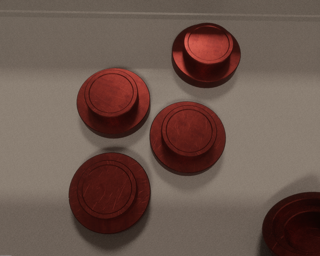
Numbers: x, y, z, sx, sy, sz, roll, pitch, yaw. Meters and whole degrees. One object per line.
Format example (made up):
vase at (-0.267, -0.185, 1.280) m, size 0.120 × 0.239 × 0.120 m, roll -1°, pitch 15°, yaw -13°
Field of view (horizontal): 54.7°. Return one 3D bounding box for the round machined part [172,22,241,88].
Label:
round machined part at (0.066, -0.110, 0.442) m, size 0.099 × 0.042 × 0.098 m, roll 0°, pitch 70°, yaw -1°

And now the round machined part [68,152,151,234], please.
round machined part at (-0.061, 0.076, 0.372) m, size 0.099 × 0.042 × 0.098 m, roll 0°, pitch 70°, yaw -1°

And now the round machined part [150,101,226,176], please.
round machined part at (0.036, 0.010, 0.398) m, size 0.099 × 0.042 × 0.098 m, roll 0°, pitch 70°, yaw -1°

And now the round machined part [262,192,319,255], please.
round machined part at (0.168, 0.120, 0.340) m, size 0.098 × 0.098 × 0.042 m, roll -34°, pitch 113°, yaw -12°

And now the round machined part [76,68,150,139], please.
round machined part at (-0.062, -0.038, 0.414) m, size 0.099 × 0.042 × 0.098 m, roll 0°, pitch 70°, yaw -1°
